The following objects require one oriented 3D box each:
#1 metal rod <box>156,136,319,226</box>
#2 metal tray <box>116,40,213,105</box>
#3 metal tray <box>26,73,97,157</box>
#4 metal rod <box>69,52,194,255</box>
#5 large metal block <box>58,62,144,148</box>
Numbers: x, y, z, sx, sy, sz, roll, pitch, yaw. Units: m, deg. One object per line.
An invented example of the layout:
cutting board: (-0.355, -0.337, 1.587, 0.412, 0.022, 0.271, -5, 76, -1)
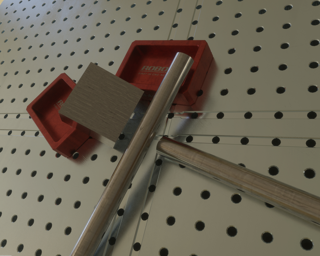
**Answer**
metal rod: (0.118, 0.066, 0.305, 0.300, 0.025, 0.025, 21, 73, 35)
metal tray: (0.001, -0.085, 0.454, 0.130, 0.030, 0.090, 10, 66, 32)
metal tray: (-0.152, -0.025, 0.497, 0.090, 0.030, 0.130, -45, 51, -4)
metal rod: (-0.036, 0.041, 0.377, 0.025, 0.025, 0.299, 21, 80, 35)
large metal block: (-0.079, -0.029, 0.424, 0.080, 0.050, 0.080, 29, 73, -5)
